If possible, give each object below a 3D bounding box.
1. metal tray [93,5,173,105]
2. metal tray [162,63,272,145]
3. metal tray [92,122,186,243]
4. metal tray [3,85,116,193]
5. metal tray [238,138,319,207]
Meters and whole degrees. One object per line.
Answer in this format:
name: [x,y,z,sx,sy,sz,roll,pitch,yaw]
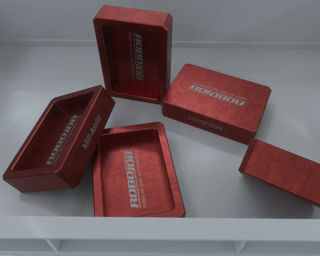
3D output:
metal tray: [-0.032,-0.092,0.414,0.090,0.129,0.030,10,51,8]
metal tray: [0.079,-0.037,0.434,0.130,0.030,0.090,20,53,15]
metal tray: [-0.029,0.055,0.354,0.091,0.030,0.130,-8,51,-7]
metal tray: [-0.114,0.011,0.365,0.090,0.030,0.130,-10,44,29]
metal tray: [0.126,0.048,0.301,0.090,0.130,0.030,23,87,18]
